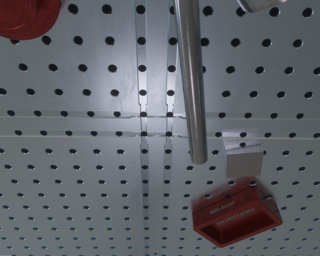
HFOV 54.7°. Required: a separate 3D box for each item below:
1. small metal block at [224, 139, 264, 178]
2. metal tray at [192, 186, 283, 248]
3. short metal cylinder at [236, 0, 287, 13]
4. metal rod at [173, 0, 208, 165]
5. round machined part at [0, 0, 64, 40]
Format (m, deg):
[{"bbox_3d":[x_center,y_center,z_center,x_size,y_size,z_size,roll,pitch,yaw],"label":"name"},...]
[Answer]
[{"bbox_3d":[0.120,0.045,0.451,0.050,0.025,0.050,-5,130,4],"label":"small metal block"},{"bbox_3d":[0.134,0.160,0.545,0.130,0.030,0.090,-33,123,24],"label":"metal tray"},{"bbox_3d":[0.089,-0.143,0.254,0.080,0.080,0.050,-33,123,24],"label":"short metal cylinder"},{"bbox_3d":[0.036,-0.068,0.353,0.025,0.025,0.298,-6,130,5],"label":"metal rod"},{"bbox_3d":[-0.144,-0.128,0.290,0.099,0.042,0.097,0,130,0],"label":"round machined part"}]
